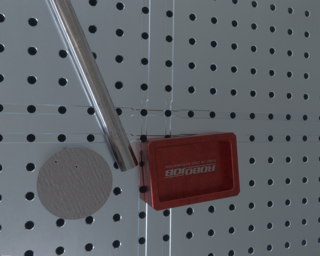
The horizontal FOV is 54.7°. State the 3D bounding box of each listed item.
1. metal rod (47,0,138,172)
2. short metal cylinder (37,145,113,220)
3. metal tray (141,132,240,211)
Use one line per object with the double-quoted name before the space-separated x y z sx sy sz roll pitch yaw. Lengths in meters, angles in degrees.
"metal rod" -0.094 -0.087 0.377 0.025 0.025 0.299 -24 98 -18
"short metal cylinder" -0.100 0.060 0.363 0.081 0.050 0.079 0 90 -20
"metal tray" 0.044 0.056 0.426 0.131 0.030 0.089 -5 92 -20
